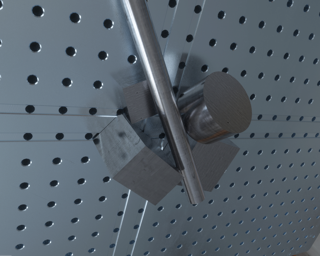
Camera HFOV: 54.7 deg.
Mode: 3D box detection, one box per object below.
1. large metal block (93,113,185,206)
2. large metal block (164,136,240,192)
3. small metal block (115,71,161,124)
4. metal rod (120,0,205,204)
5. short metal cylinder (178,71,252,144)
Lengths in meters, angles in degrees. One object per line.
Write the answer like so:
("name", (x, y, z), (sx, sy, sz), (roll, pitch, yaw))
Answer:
("large metal block", (-0.027, 0.038, 0.385), (0.050, 0.080, 0.080), (-45, 130, 3))
("large metal block", (0.055, 0.041, 0.452), (0.080, 0.050, 0.080), (19, 108, -36))
("small metal block", (-0.021, -0.039, 0.377), (0.050, 0.025, 0.050), (-22, 127, -16))
("metal rod", (0.006, -0.033, 0.356), (0.025, 0.025, 0.298), (-25, 116, -13))
("short metal cylinder", (0.069, -0.024, 0.391), (0.081, 0.080, 0.050), (9, 157, -33))
